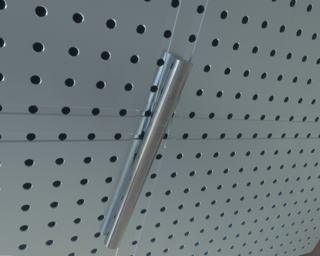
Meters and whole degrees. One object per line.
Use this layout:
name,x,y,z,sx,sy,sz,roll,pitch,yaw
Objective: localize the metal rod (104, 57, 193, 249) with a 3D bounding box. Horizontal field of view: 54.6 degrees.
metal rod,-0.023,0.048,0.427,0.025,0.025,0.298,8,114,-32
